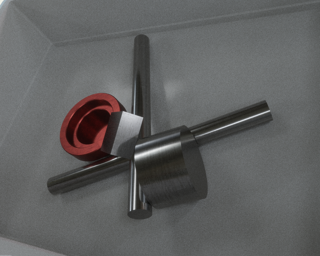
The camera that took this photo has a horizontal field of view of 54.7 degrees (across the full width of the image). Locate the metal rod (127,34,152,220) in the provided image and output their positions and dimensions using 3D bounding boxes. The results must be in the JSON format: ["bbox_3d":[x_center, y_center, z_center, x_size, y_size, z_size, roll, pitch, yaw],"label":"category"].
[{"bbox_3d":[-0.025,-0.027,0.409,0.025,0.025,0.300,-18,48,18],"label":"metal rod"}]

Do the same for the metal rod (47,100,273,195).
[{"bbox_3d":[-0.012,0.030,0.390,0.301,0.025,0.025,-20,54,15],"label":"metal rod"}]

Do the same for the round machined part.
[{"bbox_3d":[-0.087,0.002,0.436,0.098,0.042,0.098,-13,56,20],"label":"round machined part"}]

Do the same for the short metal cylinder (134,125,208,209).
[{"bbox_3d":[0.014,0.042,0.334,0.050,0.080,0.080,-18,55,18],"label":"short metal cylinder"}]

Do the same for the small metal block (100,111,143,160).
[{"bbox_3d":[-0.047,0.008,0.369,0.050,0.025,0.050,2,76,66],"label":"small metal block"}]
